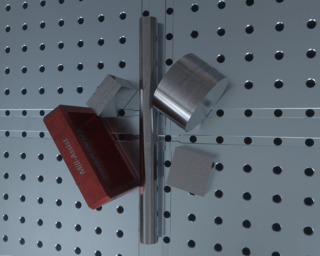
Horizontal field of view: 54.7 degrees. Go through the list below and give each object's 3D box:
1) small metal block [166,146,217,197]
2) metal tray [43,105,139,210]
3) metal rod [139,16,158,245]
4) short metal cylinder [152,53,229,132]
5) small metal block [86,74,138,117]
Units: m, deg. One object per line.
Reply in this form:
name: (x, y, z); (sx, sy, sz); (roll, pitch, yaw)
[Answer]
small metal block: (0.041, 0.055, 0.398); (0.050, 0.025, 0.050); (16, 95, 19)
metal tray: (-0.086, 0.033, 0.406); (0.030, 0.090, 0.130); (-34, 79, 17)
metal rod: (-0.015, 0.003, 0.416); (0.025, 0.025, 0.298); (0, 90, 19)
short metal cylinder: (0.036, -0.041, 0.370); (0.050, 0.080, 0.080); (39, 102, 15)
small metal block: (-0.064, -0.042, 0.420); (0.025, 0.050, 0.050); (43, 103, 14)
